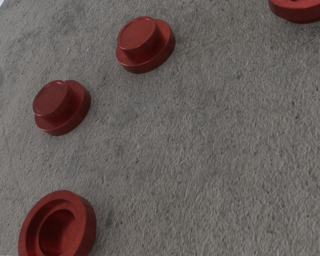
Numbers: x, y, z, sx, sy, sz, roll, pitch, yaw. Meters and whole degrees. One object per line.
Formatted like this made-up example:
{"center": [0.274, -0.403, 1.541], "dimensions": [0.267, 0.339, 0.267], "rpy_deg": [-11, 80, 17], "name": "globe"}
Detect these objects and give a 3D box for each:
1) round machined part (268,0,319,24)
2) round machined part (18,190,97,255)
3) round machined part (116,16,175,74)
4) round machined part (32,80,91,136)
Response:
{"center": [0.191, -0.174, 0.399], "dimensions": [0.098, 0.042, 0.098], "rpy_deg": [-13, 56, 21], "name": "round machined part"}
{"center": [-0.118, 0.129, 0.376], "dimensions": [0.098, 0.042, 0.098], "rpy_deg": [-13, 56, 21], "name": "round machined part"}
{"center": [-0.029, -0.138, 0.493], "dimensions": [0.098, 0.042, 0.098], "rpy_deg": [-13, 56, 21], "name": "round machined part"}
{"center": [-0.166, -0.039, 0.505], "dimensions": [0.098, 0.042, 0.098], "rpy_deg": [-13, 56, 21], "name": "round machined part"}
